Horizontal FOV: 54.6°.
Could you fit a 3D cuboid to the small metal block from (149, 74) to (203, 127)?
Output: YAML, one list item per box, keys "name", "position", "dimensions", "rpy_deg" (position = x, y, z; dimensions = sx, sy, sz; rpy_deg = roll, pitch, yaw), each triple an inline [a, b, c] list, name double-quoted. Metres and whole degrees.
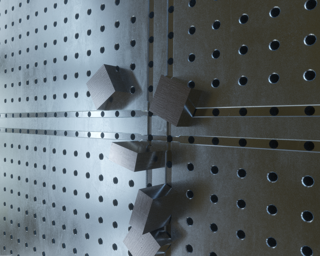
- name: "small metal block"
  position: [0.019, -0.035, 0.395]
  dimensions: [0.050, 0.025, 0.050]
  rpy_deg: [32, 110, 35]

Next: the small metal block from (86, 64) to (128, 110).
- name: "small metal block"
  position: [-0.083, -0.062, 0.479]
  dimensions: [0.050, 0.025, 0.050]
  rpy_deg: [-38, 67, 33]

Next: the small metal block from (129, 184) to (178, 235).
- name: "small metal block"
  position: [-0.008, 0.103, 0.401]
  dimensions: [0.025, 0.050, 0.050]
  rpy_deg: [26, 107, 37]

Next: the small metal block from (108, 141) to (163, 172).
- name: "small metal block"
  position: [-0.033, 0.037, 0.421]
  dimensions: [0.050, 0.050, 0.025]
  rpy_deg: [18, 102, 38]

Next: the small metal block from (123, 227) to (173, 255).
- name: "small metal block"
  position: [-0.018, 0.156, 0.425]
  dimensions: [0.050, 0.025, 0.050]
  rpy_deg: [45, 117, 31]
